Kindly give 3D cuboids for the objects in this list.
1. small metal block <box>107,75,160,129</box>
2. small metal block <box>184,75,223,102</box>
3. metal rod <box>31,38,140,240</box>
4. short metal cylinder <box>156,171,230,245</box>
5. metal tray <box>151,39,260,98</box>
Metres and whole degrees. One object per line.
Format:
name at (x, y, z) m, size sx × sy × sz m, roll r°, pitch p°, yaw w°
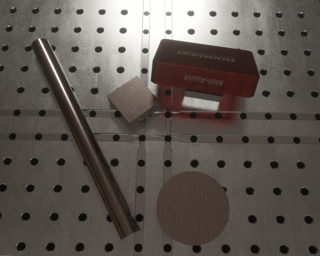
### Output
small metal block at (-0.036, -0.035, 0.424) m, size 0.050 × 0.025 × 0.050 m, roll -37°, pitch 74°, yaw -13°
small metal block at (0.064, -0.067, 0.434) m, size 0.050 × 0.025 × 0.050 m, roll 10°, pitch 77°, yaw 3°
metal rod at (-0.105, 0.002, 0.409) m, size 0.025 × 0.025 × 0.299 m, roll -27°, pitch 72°, yaw -10°
short metal cylinder at (0.036, 0.095, 0.364) m, size 0.081 × 0.050 × 0.080 m, roll 0°, pitch 70°, yaw 0°
metal tray at (0.059, -0.083, 0.415) m, size 0.131 × 0.030 × 0.090 m, roll 9°, pitch 34°, yaw 3°
